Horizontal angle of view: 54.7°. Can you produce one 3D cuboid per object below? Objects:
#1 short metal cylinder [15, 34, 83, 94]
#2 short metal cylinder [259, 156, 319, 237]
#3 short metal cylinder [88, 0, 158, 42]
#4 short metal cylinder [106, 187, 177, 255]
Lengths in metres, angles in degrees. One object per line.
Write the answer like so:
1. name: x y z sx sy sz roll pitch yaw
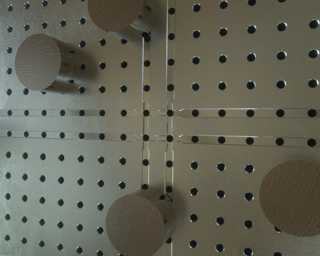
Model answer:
1. short metal cylinder: -0.163 -0.092 0.457 0.080 0.050 0.079 0 90 20
2. short metal cylinder: 0.154 0.073 0.345 0.080 0.050 0.079 0 90 20
3. short metal cylinder: -0.048 -0.162 0.416 0.080 0.050 0.079 0 90 20
4. short metal cylinder: -0.023 0.123 0.408 0.080 0.050 0.079 0 90 20
